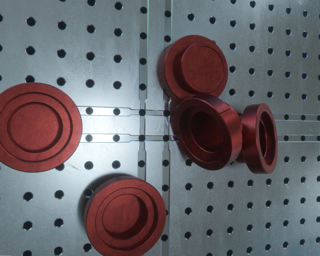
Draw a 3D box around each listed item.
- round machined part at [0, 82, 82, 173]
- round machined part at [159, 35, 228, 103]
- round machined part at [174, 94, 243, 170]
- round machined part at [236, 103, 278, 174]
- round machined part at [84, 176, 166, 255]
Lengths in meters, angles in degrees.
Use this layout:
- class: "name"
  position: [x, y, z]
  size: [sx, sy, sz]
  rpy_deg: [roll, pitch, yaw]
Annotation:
- class: "round machined part"
  position: [-0.141, -0.001, 0.352]
  size: [0.099, 0.042, 0.097]
  rpy_deg: [0, 90, -21]
- class: "round machined part"
  position: [0.052, -0.079, 0.424]
  size: [0.099, 0.042, 0.097]
  rpy_deg: [0, 90, -21]
- class: "round machined part"
  position: [0.067, 0.002, 0.402]
  size: [0.042, 0.098, 0.097]
  rpy_deg: [-24, 99, -34]
- class: "round machined part"
  position: [0.131, 0.016, 0.438]
  size: [0.099, 0.042, 0.097]
  rpy_deg: [13, 74, -54]
- class: "round machined part"
  position: [-0.046, 0.109, 0.388]
  size: [0.099, 0.042, 0.097]
  rpy_deg: [0, 90, -21]
